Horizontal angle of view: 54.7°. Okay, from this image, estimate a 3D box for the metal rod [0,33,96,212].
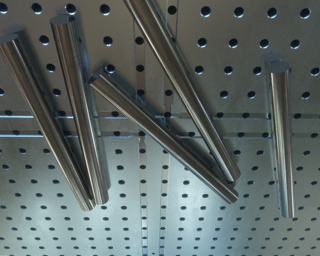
[{"bbox_3d":[-0.142,0.017,0.424,0.025,0.025,0.298,-7,130,5],"label":"metal rod"}]

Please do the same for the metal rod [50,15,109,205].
[{"bbox_3d":[-0.098,0.003,0.412,0.025,0.025,0.298,-1,130,0],"label":"metal rod"}]

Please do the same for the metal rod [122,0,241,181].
[{"bbox_3d":[0.043,-0.030,0.386,0.025,0.025,0.299,-22,127,17],"label":"metal rod"}]

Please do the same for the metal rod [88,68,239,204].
[{"bbox_3d":[0.022,0.027,0.434,0.025,0.025,0.300,-33,123,24],"label":"metal rod"}]

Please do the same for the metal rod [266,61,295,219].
[{"bbox_3d":[0.179,0.039,0.447,0.025,0.025,0.299,-14,129,11],"label":"metal rod"}]
